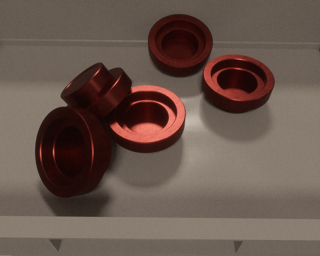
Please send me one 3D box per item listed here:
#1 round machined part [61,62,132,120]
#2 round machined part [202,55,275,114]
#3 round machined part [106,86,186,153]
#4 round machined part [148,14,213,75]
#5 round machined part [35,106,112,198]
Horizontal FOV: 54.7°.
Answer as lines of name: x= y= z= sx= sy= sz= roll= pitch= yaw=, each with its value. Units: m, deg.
round machined part: x=-0.088 y=-0.047 z=0.400 sx=0.098 sy=0.042 sz=0.098 roll=-29 pitch=29 yaw=18
round machined part: x=0.109 y=-0.059 z=0.445 sx=0.099 sy=0.042 sz=0.098 roll=0 pitch=50 yaw=0
round machined part: x=-0.017 y=-0.007 z=0.400 sx=0.099 sy=0.042 sz=0.098 roll=0 pitch=50 yaw=0
round machined part: x=0.031 y=-0.126 z=0.488 sx=0.099 sy=0.042 sz=0.098 roll=1 pitch=70 yaw=-1
round machined part: x=-0.093 y=0.026 z=0.348 sx=0.098 sy=0.097 sz=0.042 roll=42 pitch=22 yaw=29
